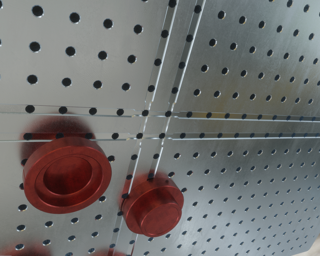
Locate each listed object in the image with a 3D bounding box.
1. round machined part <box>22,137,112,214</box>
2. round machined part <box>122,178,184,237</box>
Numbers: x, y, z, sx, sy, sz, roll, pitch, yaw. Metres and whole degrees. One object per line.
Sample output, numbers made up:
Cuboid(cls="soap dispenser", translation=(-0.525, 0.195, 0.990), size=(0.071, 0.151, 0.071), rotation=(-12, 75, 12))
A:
Cuboid(cls="round machined part", translation=(-0.112, 0.052, 0.372), size=(0.099, 0.042, 0.097), rotation=(-14, 125, -21))
Cuboid(cls="round machined part", translation=(-0.005, 0.129, 0.479), size=(0.099, 0.042, 0.097), rotation=(-14, 125, -21))
